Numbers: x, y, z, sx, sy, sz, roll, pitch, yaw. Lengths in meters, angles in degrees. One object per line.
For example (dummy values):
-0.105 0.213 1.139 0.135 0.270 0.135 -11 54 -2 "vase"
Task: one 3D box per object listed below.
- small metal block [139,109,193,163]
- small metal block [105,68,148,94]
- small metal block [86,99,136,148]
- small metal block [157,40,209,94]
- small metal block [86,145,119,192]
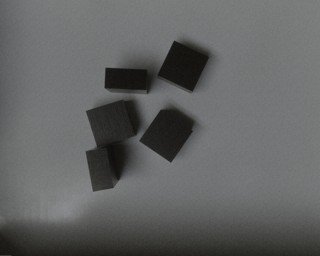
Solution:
0.008 0.010 0.412 0.050 0.025 0.050 35 90 -1 "small metal block"
-0.041 -0.059 0.398 0.050 0.050 0.025 3 90 -1 "small metal block"
-0.064 -0.006 0.411 0.050 0.025 0.050 -17 90 -1 "small metal block"
0.030 -0.080 0.412 0.050 0.025 0.050 25 90 -1 "small metal block"
-0.073 0.050 0.398 0.025 0.050 0.050 -10 90 0 "small metal block"
